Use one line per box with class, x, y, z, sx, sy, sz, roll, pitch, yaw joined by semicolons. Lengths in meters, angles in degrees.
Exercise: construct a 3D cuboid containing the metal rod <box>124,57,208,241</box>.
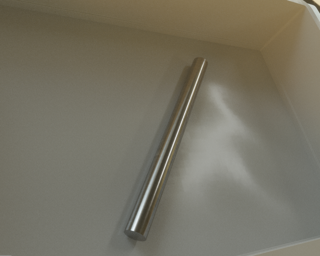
metal rod;0.020;0.003;0.415;0.025;0.025;0.300;30;52;-9
